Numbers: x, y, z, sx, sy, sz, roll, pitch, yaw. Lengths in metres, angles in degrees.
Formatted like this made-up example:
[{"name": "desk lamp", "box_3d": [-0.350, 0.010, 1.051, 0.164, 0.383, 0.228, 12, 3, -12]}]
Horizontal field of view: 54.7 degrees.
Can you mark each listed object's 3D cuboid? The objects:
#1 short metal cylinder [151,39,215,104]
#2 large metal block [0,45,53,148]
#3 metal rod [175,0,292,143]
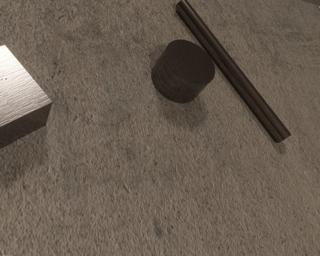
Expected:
[{"name": "short metal cylinder", "box_3d": [0.034, -0.083, 0.459, 0.081, 0.050, 0.080, 14, 56, -21]}, {"name": "large metal block", "box_3d": [-0.171, -0.026, 0.312, 0.080, 0.050, 0.081, 49, 51, 6]}, {"name": "metal rod", "box_3d": [0.121, -0.104, 0.534, 0.025, 0.025, 0.299, -26, 76, -37]}]
